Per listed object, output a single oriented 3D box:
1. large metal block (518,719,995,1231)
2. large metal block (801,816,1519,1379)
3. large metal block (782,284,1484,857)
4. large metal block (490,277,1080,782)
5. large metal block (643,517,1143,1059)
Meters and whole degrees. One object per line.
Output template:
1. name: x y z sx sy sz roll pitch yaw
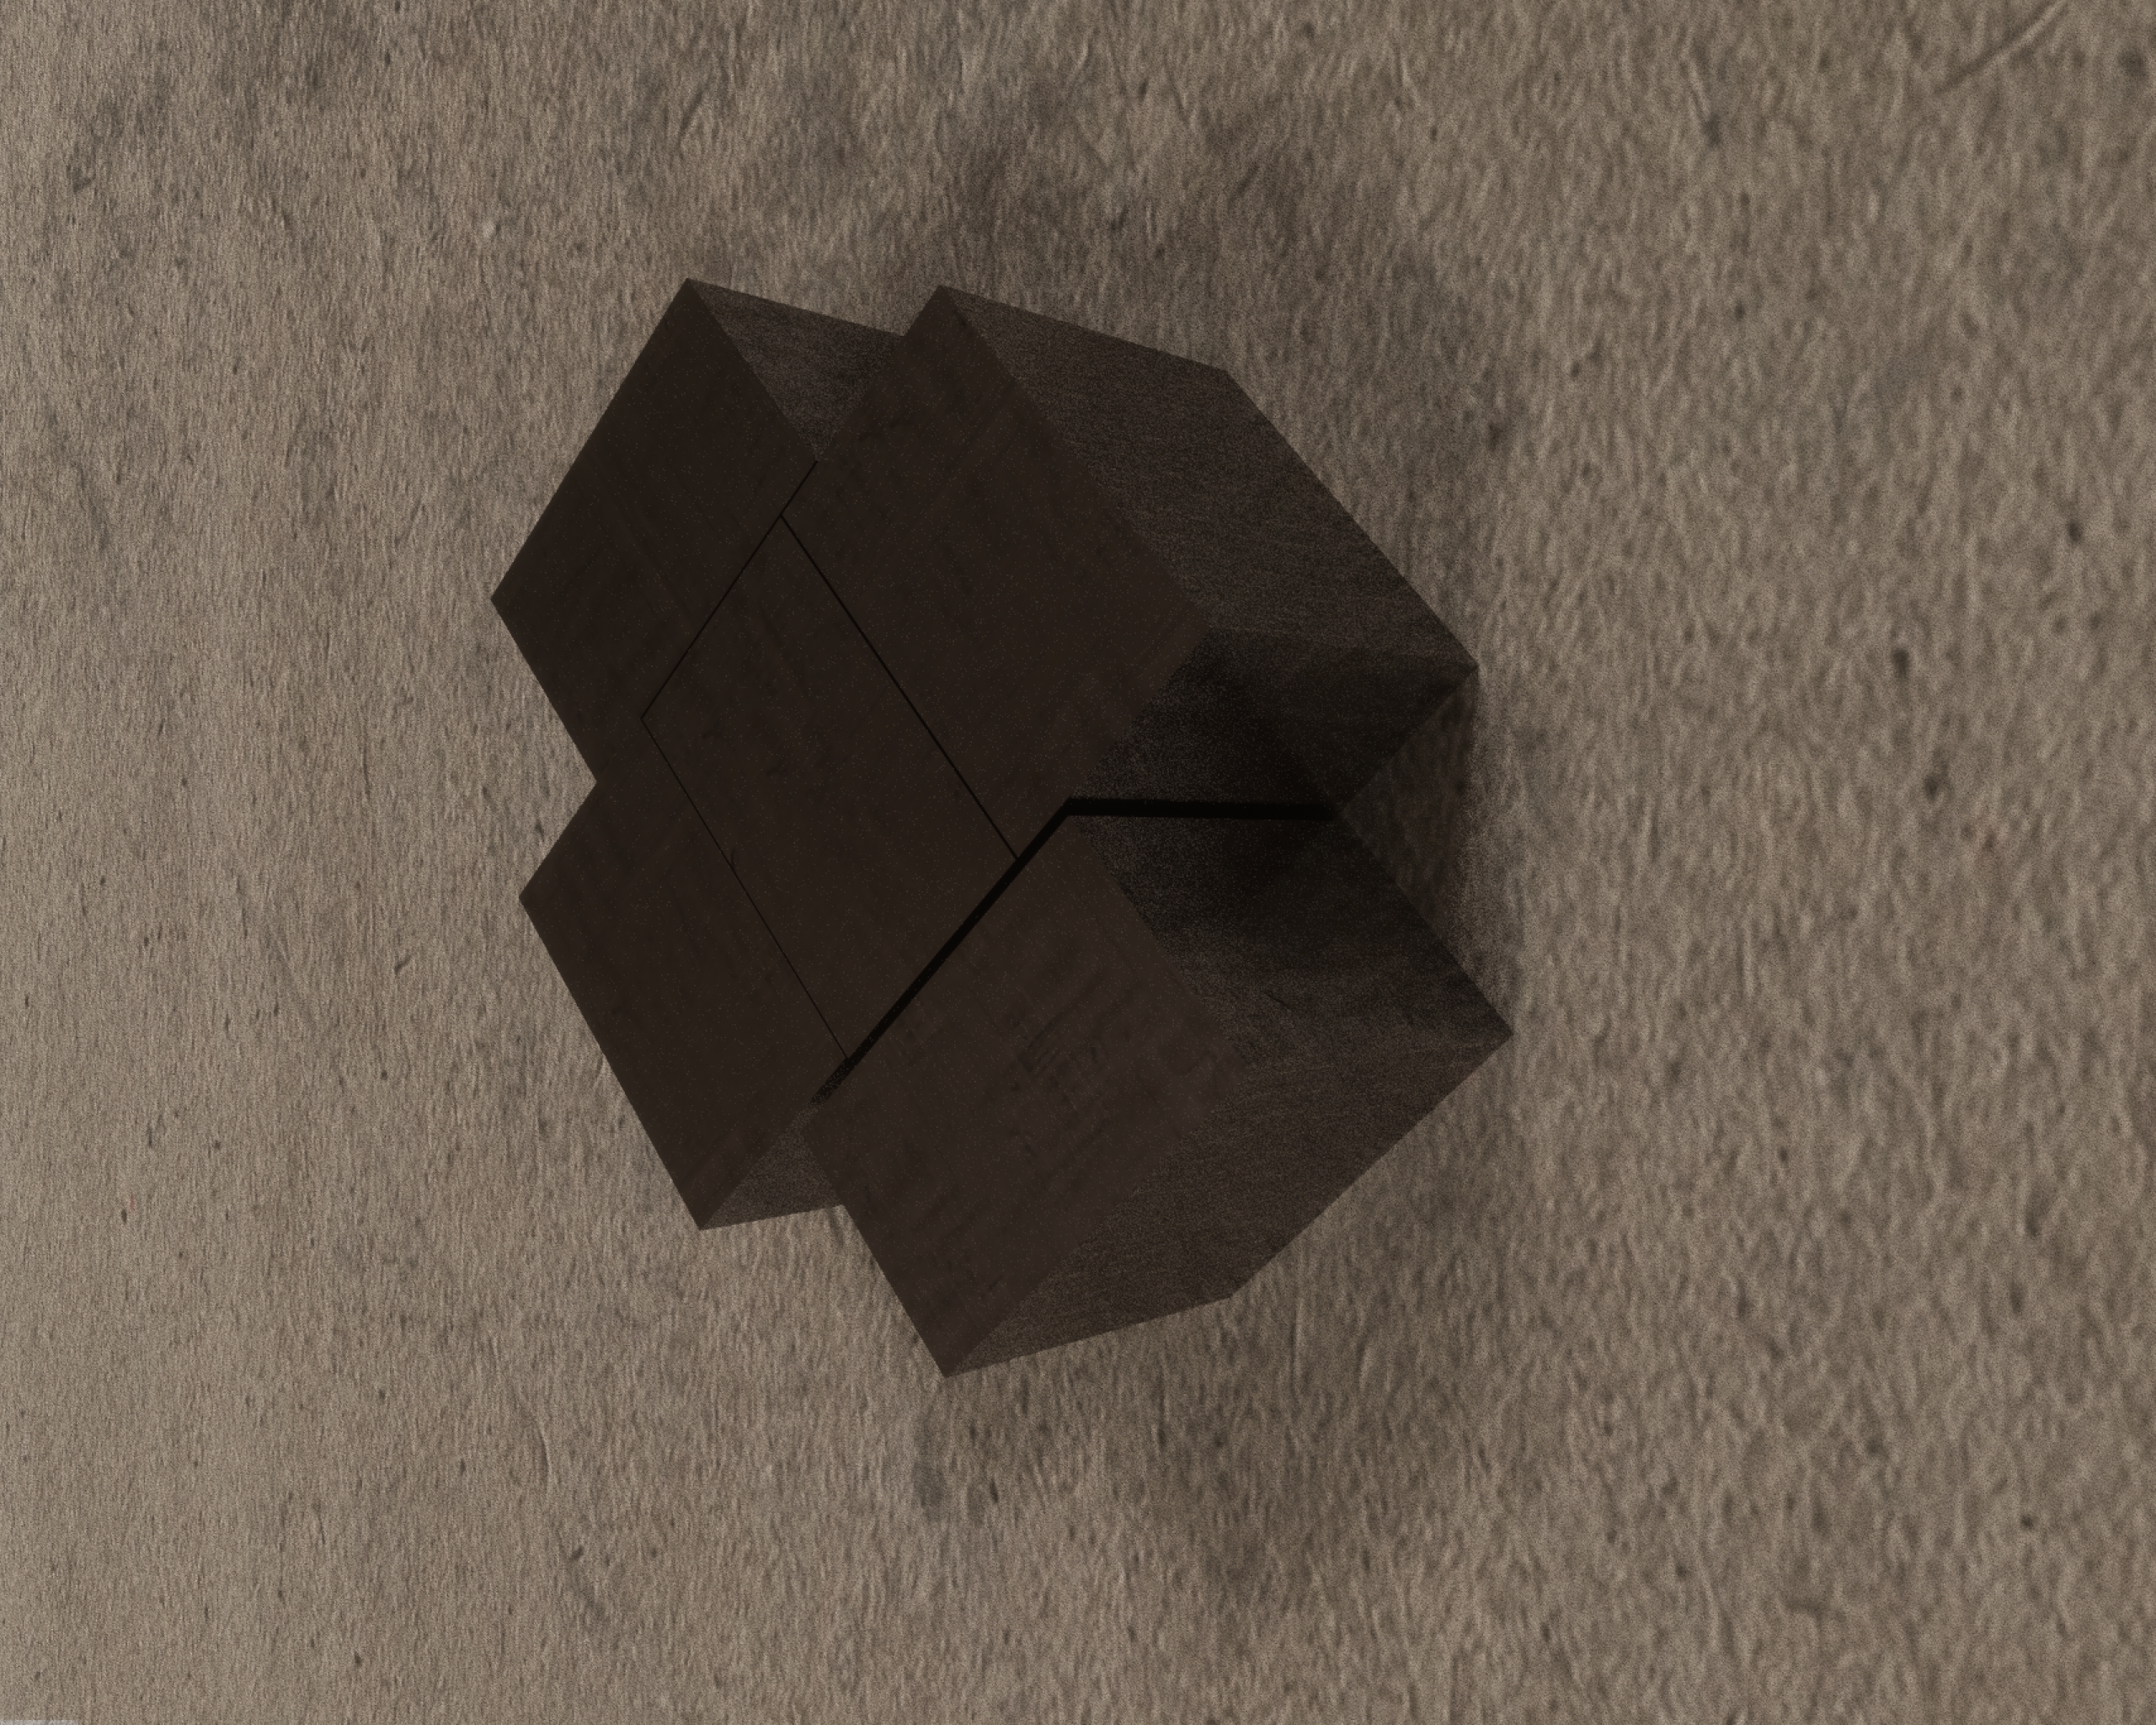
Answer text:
1. large metal block: -0.048 0.020 0.409 0.050 0.081 0.080 -50 61 28
2. large metal block: 0.014 0.038 0.358 0.080 0.081 0.050 -49 61 28
3. large metal block: 0.010 -0.047 0.361 0.050 0.081 0.080 -50 61 28
4. large metal block: -0.055 -0.060 0.414 0.080 0.081 0.050 -49 61 28
5. large metal block: -0.019 -0.014 0.385 0.050 0.081 0.080 -50 61 28
